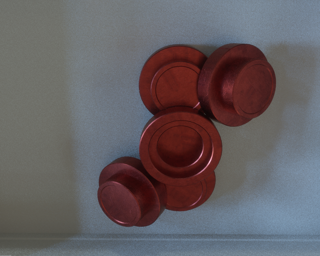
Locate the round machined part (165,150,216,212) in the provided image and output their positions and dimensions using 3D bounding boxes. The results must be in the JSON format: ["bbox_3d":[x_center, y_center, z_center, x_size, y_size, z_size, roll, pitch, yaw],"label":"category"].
[{"bbox_3d":[0.028,0.075,0.429,0.099,0.042,0.097,0,110,-1],"label":"round machined part"}]

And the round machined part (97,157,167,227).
[{"bbox_3d":[-0.043,0.091,0.411,0.098,0.042,0.097,13,117,26],"label":"round machined part"}]

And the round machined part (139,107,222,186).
[{"bbox_3d":[0.024,0.020,0.385,0.099,0.042,0.097,0,110,-1],"label":"round machined part"}]

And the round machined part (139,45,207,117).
[{"bbox_3d":[0.023,-0.051,0.382,0.099,0.042,0.097,0,110,-1],"label":"round machined part"}]

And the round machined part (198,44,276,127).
[{"bbox_3d":[0.096,-0.048,0.361,0.099,0.042,0.097,-10,110,-29],"label":"round machined part"}]
